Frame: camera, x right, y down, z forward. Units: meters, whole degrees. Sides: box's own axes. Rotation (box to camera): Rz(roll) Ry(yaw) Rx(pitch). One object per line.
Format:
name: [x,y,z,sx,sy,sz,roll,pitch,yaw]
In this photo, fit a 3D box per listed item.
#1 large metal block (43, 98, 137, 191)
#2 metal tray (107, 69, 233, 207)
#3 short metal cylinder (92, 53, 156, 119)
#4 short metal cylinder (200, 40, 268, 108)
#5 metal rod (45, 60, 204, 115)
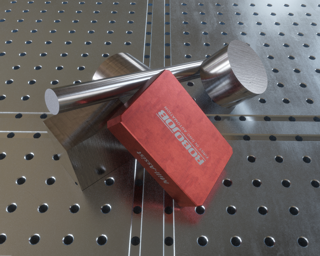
large metal block: [-0.076,0.014,0.359,0.081,0.080,0.050,-33,58,-25]
metal tray: [0.017,0.012,0.343,0.130,0.030,0.090,49,55,-15]
short metal cylinder: [-0.044,-0.053,0.416,0.080,0.080,0.050,-36,59,-27]
short metal cylinder: [0.102,-0.073,0.429,0.081,0.050,0.080,17,60,-33]
metal rod: [0.001,-0.064,0.392,0.025,0.025,0.302,39,39,27]
